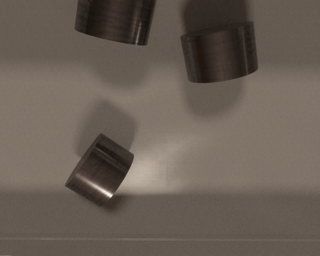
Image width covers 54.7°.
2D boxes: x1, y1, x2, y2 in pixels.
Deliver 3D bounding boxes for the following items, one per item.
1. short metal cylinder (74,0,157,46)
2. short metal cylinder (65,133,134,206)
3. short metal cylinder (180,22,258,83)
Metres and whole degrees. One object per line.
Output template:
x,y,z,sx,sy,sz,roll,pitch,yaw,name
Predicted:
-0.048,-0.124,0.336,0.081,0.080,0.050,12,110,-5,short metal cylinder
-0.078,0.053,0.401,0.050,0.080,0.080,35,106,-12,short metal cylinder
0.067,-0.087,0.351,0.080,0.080,0.050,-11,110,4,short metal cylinder
